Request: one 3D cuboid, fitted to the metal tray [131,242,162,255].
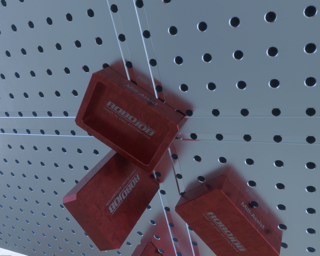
[{"bbox_3d":[-0.010,0.282,0.546,0.030,0.090,0.130,-29,103,37],"label":"metal tray"}]

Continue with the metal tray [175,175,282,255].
[{"bbox_3d":[0.096,0.138,0.442,0.130,0.030,0.090,48,128,-6],"label":"metal tray"}]

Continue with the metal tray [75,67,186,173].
[{"bbox_3d":[-0.043,-0.010,0.416,0.130,0.030,0.089,33,122,5],"label":"metal tray"}]

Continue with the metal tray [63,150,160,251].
[{"bbox_3d":[-0.060,0.089,0.428,0.030,0.131,0.090,-23,106,36],"label":"metal tray"}]
